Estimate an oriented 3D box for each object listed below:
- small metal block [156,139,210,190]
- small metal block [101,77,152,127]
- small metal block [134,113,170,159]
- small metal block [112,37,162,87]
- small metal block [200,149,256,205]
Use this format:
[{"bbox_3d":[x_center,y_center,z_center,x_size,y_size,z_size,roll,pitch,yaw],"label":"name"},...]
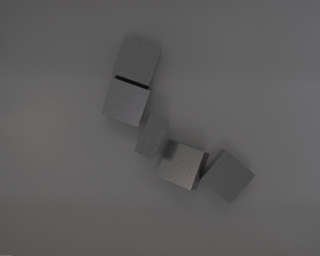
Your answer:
[{"bbox_3d":[0.030,0.047,0.402,0.050,0.025,0.050,20,90,25],"label":"small metal block"},{"bbox_3d":[-0.043,-0.035,0.405,0.050,0.025,0.050,20,105,0],"label":"small metal block"},{"bbox_3d":[-0.010,0.010,0.399,0.025,0.050,0.050,23,90,0],"label":"small metal block"},{"bbox_3d":[-0.030,-0.086,0.411,0.050,0.025,0.050,20,90,0],"label":"small metal block"},{"bbox_3d":[0.088,0.064,0.412,0.050,0.025,0.050,41,90,-1],"label":"small metal block"}]
